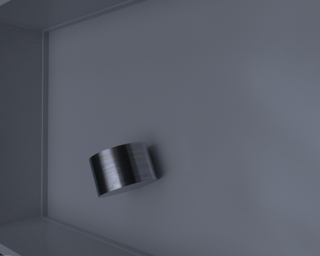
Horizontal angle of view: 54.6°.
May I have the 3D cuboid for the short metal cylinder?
[{"bbox_3d":[-0.049,0.056,0.412,0.080,0.081,0.050,-29,72,36],"label":"short metal cylinder"}]
